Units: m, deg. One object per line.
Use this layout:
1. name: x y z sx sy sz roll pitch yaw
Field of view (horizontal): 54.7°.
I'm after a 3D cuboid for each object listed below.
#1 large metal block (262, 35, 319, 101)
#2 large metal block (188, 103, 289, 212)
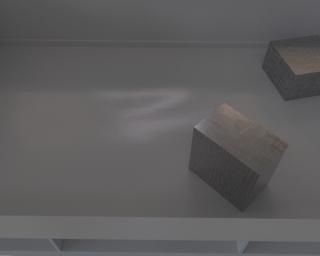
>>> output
1. large metal block: 0.214 -0.092 0.467 0.081 0.050 0.080 -10 51 -8
2. large metal block: 0.081 0.033 0.342 0.050 0.080 0.080 -37 59 -27
